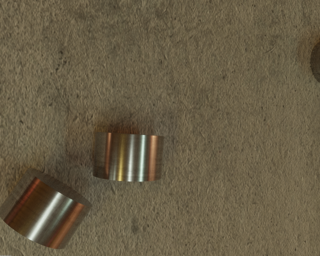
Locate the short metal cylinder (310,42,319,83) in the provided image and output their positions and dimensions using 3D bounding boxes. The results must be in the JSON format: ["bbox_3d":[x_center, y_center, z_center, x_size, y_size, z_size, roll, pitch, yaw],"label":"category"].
[{"bbox_3d":[0.296,-0.110,0.504,0.081,0.050,0.080,0,90,-20],"label":"short metal cylinder"}]

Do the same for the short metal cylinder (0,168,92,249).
[{"bbox_3d":[-0.122,0.085,0.335,0.080,0.080,0.050,36,79,-17],"label":"short metal cylinder"}]

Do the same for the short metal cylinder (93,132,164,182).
[{"bbox_3d":[-0.037,0.032,0.366,0.081,0.080,0.050,4,89,-20],"label":"short metal cylinder"}]
